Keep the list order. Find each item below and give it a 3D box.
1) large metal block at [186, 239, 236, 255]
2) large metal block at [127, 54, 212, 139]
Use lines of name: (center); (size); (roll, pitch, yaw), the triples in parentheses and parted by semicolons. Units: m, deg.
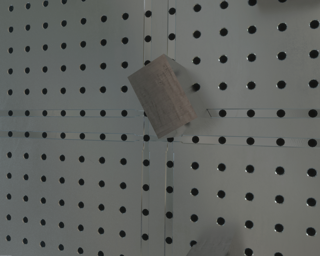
large metal block: (0.063, 0.186, 0.361); (0.050, 0.080, 0.080); (-13, 86, 20)
large metal block: (0.015, -0.035, 0.378); (0.050, 0.080, 0.080); (-30, 80, 18)
